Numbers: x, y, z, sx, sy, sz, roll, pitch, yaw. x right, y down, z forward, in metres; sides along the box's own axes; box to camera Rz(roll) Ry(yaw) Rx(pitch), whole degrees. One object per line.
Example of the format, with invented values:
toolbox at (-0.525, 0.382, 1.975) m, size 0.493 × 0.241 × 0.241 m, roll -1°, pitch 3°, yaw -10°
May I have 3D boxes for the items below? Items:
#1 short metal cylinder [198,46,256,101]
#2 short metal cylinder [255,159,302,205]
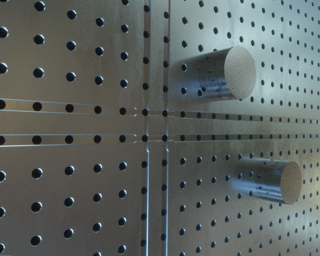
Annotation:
short metal cylinder at (0.106, -0.083, 0.484) m, size 0.081 × 0.050 × 0.079 m, roll 0°, pitch 90°, yaw -40°
short metal cylinder at (0.225, 0.101, 0.585) m, size 0.081 × 0.050 × 0.079 m, roll 0°, pitch 90°, yaw -40°
